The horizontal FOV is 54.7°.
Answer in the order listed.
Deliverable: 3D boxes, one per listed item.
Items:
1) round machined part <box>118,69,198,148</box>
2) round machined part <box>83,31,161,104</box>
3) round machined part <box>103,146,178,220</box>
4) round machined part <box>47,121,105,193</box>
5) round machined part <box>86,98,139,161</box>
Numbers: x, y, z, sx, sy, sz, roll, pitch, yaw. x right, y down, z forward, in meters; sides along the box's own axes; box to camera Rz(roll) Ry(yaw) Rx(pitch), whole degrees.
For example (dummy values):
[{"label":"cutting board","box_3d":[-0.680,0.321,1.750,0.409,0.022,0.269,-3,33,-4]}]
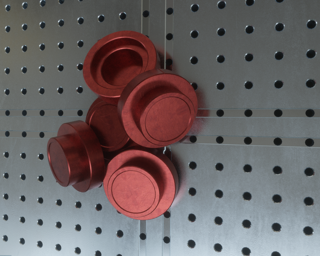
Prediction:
[{"label":"round machined part","box_3d":[0.002,-0.018,0.371,0.098,0.099,0.042,-58,33,11]},{"label":"round machined part","box_3d":[-0.047,-0.075,0.407,0.098,0.042,0.098,-5,68,12]},{"label":"round machined part","box_3d":[-0.028,0.075,0.399,0.098,0.042,0.097,3,102,13]},{"label":"round machined part","box_3d":[-0.119,0.041,0.419,0.098,0.042,0.097,20,117,45]},{"label":"round machined part","box_3d":[-0.061,-0.003,0.423,0.098,0.042,0.097,0,90,19]}]
